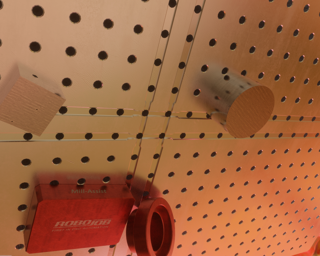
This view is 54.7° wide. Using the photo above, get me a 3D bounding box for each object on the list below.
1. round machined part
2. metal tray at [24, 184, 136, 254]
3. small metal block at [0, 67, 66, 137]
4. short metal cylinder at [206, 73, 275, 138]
[{"bbox_3d":[-0.016,0.155,0.466,0.042,0.098,0.098,-9,134,24],"label":"round machined part"},{"bbox_3d":[-0.109,0.123,0.426,0.131,0.030,0.089,7,115,-32],"label":"metal tray"},{"bbox_3d":[-0.136,-0.026,0.322,0.050,0.025,0.050,31,101,-38],"label":"small metal block"},{"bbox_3d":[0.113,-0.032,0.439,0.081,0.050,0.079,-14,125,-21],"label":"short metal cylinder"}]
